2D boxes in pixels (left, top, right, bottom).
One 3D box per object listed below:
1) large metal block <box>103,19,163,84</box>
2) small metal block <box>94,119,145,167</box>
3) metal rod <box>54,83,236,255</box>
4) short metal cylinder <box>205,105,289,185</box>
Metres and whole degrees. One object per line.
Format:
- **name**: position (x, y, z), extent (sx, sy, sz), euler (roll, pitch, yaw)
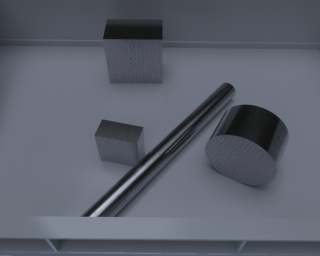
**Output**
- **large metal block**: position (-0.037, -0.113, 0.464), extent (0.081, 0.080, 0.050), euler (0, 50, 0)
- **small metal block**: position (-0.047, 0.020, 0.372), extent (0.050, 0.050, 0.025), euler (11, 51, 8)
- **metal rod**: position (0.002, 0.032, 0.378), extent (0.025, 0.025, 0.302), euler (33, 57, 24)
- **short metal cylinder**: position (0.099, 0.020, 0.354), extent (0.080, 0.080, 0.050), euler (23, 54, 18)
